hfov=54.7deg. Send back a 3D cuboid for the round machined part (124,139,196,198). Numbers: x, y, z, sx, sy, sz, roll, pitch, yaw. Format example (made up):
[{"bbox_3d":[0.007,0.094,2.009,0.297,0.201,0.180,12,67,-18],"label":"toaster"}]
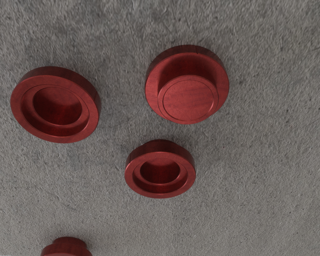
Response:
[{"bbox_3d":[0.000,0.054,0.442,0.099,0.042,0.097,0,130,0],"label":"round machined part"}]

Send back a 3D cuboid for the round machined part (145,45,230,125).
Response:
[{"bbox_3d":[0.031,-0.043,0.360,0.099,0.042,0.097,0,130,0],"label":"round machined part"}]

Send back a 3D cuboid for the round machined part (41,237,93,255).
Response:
[{"bbox_3d":[-0.181,0.249,0.607,0.099,0.042,0.097,0,130,0],"label":"round machined part"}]

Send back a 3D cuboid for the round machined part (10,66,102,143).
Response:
[{"bbox_3d":[-0.119,-0.031,0.368,0.099,0.042,0.097,0,130,0],"label":"round machined part"}]
